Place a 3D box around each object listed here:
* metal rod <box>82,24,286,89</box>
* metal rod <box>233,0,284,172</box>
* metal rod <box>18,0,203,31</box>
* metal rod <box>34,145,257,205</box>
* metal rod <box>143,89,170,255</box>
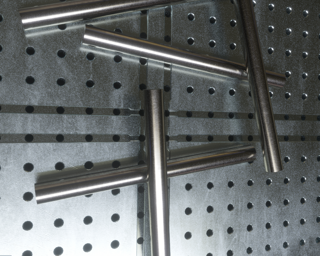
[{"bbox_3d":[0.047,-0.094,0.431,0.302,0.025,0.025,8,87,-20],"label":"metal rod"},{"bbox_3d":[0.134,-0.085,0.435,0.025,0.025,0.298,-14,95,-20],"label":"metal rod"},{"bbox_3d":[-0.023,-0.167,0.404,0.302,0.025,0.025,-18,96,-20],"label":"metal rod"},{"bbox_3d":[-0.004,0.057,0.412,0.303,0.025,0.025,-8,93,-20],"label":"metal rod"},{"bbox_3d":[-0.002,0.101,0.391,0.025,0.025,0.298,-6,100,-20],"label":"metal rod"}]
